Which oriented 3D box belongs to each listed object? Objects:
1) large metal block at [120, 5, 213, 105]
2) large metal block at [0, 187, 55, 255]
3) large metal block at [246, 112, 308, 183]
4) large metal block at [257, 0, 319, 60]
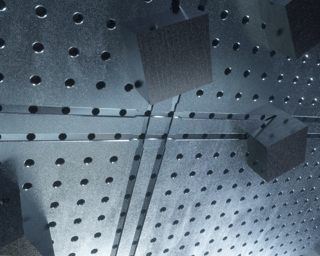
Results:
[{"bbox_3d":[0.009,-0.083,0.348,0.080,0.050,0.080,-22,127,-15],"label":"large metal block"},{"bbox_3d":[-0.168,0.132,0.365,0.050,0.080,0.080,-26,128,-12],"label":"large metal block"},{"bbox_3d":[0.195,0.032,0.520,0.080,0.050,0.080,-25,128,-13],"label":"large metal block"},{"bbox_3d":[0.182,-0.150,0.401,0.080,0.050,0.080,-37,129,-3],"label":"large metal block"}]
